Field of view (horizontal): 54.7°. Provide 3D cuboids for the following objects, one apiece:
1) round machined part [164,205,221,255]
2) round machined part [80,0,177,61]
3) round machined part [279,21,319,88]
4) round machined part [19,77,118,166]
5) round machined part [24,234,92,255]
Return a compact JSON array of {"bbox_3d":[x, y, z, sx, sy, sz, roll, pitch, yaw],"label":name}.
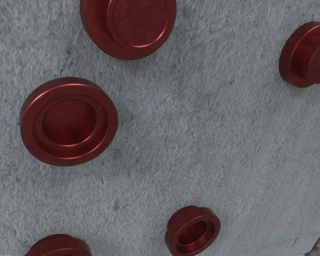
[{"bbox_3d":[0.052,0.173,0.534,0.099,0.042,0.097,-14,125,-21],"label":"round machined part"},{"bbox_3d":[-0.026,-0.115,0.311,0.099,0.042,0.097,-14,125,-21],"label":"round machined part"},{"bbox_3d":[0.230,-0.104,0.460,0.099,0.042,0.097,-14,125,-21],"label":"round machined part"},{"bbox_3d":[-0.099,-0.010,0.336,0.099,0.042,0.097,-14,125,-21],"label":"round machined part"},{"bbox_3d":[-0.147,0.188,0.433,0.099,0.042,0.097,-14,125,-21],"label":"round machined part"}]
